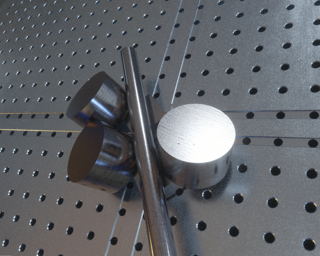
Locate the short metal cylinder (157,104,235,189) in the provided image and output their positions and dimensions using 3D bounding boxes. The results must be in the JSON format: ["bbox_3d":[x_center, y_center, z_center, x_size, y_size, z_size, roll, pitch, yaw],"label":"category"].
[{"bbox_3d":[0.038,0.019,0.339,0.080,0.050,0.080,-2,49,2],"label":"short metal cylinder"}]

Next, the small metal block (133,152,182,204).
[{"bbox_3d":[-0.002,0.057,0.370,0.050,0.025,0.050,-35,51,5],"label":"small metal block"}]

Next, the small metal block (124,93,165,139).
[{"bbox_3d":[-0.017,-0.011,0.420,0.050,0.025,0.050,-37,51,3],"label":"small metal block"}]

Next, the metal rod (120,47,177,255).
[{"bbox_3d":[-0.022,0.006,0.378,0.025,0.025,0.299,-23,53,14],"label":"metal rod"}]

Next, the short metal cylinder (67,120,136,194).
[{"bbox_3d":[-0.072,0.036,0.386,0.080,0.050,0.080,-31,45,38],"label":"short metal cylinder"}]

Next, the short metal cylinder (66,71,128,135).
[{"bbox_3d":[-0.085,-0.033,0.434,0.080,0.050,0.080,-34,33,26],"label":"short metal cylinder"}]
